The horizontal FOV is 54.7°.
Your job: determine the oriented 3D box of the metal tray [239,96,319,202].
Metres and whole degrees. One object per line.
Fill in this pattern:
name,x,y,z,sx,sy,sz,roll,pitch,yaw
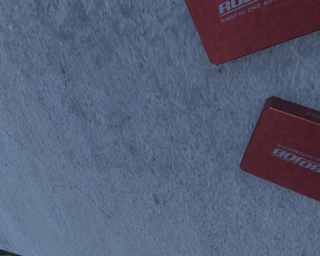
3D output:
metal tray,0.164,0.029,0.335,0.130,0.030,0.089,21,126,14

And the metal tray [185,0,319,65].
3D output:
metal tray,0.093,-0.121,0.280,0.130,0.030,0.090,-14,111,33
